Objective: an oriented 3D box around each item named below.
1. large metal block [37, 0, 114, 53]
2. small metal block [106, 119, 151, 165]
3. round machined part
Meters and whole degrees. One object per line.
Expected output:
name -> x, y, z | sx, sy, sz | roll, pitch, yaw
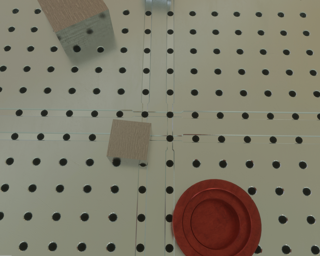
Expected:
large metal block -> -0.126, -0.172, 0.460 | 0.080, 0.050, 0.080 | -28, 73, -10
small metal block -> -0.039, 0.018, 0.405 | 0.050, 0.025, 0.050 | 6, 70, 2
round machined part -> 0.063, 0.112, 0.362 | 0.099, 0.042, 0.098 | 0, 70, 0
